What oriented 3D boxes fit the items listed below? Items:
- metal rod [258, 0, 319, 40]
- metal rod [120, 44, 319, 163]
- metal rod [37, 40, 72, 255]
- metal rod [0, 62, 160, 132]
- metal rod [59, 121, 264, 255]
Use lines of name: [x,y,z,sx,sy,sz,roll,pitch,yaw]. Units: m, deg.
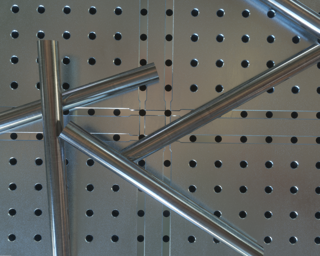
metal rod: [0.152,-0.175,0.415,0.301,0.025,0.025,32,90,-1]
metal rod: [0.080,-0.029,0.414,0.301,0.025,0.025,-29,90,-1]
metal rod: [-0.133,0.043,0.394,0.025,0.025,0.298,-1,97,-1]
metal rod: [-0.148,-0.029,0.411,0.302,0.025,0.025,-18,90,-1]
metal rod: [0.008,0.085,0.396,0.301,0.025,0.025,34,90,-7]
